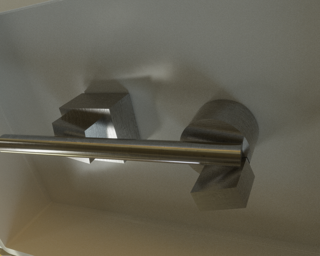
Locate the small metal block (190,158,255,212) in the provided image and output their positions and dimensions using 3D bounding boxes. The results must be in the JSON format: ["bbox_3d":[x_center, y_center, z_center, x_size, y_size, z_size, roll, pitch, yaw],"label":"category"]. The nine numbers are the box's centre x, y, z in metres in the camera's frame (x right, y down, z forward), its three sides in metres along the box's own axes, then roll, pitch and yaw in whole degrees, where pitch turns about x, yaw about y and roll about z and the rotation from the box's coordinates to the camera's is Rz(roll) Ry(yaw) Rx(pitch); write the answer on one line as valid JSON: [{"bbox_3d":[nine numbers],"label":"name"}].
[{"bbox_3d":[0.067,0.059,0.325,0.050,0.050,0.025,-15,111,34],"label":"small metal block"}]

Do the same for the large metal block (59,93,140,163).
[{"bbox_3d":[-0.080,-0.002,0.428,0.080,0.050,0.079,3,120,26],"label":"large metal block"}]

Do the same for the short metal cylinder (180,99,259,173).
[{"bbox_3d":[0.070,0.013,0.361,0.080,0.050,0.079,13,124,20],"label":"short metal cylinder"}]

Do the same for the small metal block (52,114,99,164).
[{"bbox_3d":[-0.109,0.014,0.406,0.050,0.025,0.050,12,123,21],"label":"small metal block"}]

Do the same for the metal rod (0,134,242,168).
[{"bbox_3d":[-0.061,0.024,0.361,0.301,0.025,0.025,1,119,18],"label":"metal rod"}]
